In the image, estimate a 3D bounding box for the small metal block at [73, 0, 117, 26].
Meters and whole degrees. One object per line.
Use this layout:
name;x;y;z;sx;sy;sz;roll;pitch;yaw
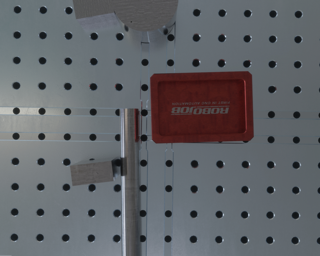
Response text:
small metal block;-0.088;-0.169;0.412;0.050;0.025;0.050;-10;90;0

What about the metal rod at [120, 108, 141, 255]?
metal rod;-0.039;0.124;0.412;0.025;0.025;0.298;-1;90;0

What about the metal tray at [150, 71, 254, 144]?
metal tray;0.054;-0.027;0.410;0.131;0.030;0.089;-2;90;0

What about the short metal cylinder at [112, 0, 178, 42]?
short metal cylinder;-0.018;-0.157;0.400;0.081;0.050;0.080;0;90;0

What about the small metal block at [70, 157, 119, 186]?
small metal block;-0.082;0.055;0.400;0.050;0.050;0.025;-7;90;0
